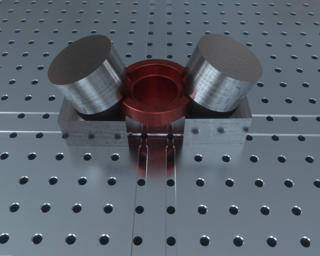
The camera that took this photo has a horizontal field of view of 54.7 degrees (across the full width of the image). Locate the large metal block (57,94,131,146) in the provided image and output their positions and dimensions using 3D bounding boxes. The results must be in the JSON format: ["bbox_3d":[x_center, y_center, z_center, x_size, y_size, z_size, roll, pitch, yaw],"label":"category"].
[{"bbox_3d":[-0.080,-0.023,0.410,0.080,0.050,0.080,1,50,0],"label":"large metal block"}]

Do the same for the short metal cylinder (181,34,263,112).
[{"bbox_3d":[0.071,-0.065,0.365,0.081,0.050,0.080,13,48,-15],"label":"short metal cylinder"}]

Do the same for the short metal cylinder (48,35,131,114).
[{"bbox_3d":[-0.081,-0.063,0.362,0.080,0.050,0.080,-13,49,16],"label":"short metal cylinder"}]

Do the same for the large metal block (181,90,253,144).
[{"bbox_3d":[0.070,-0.026,0.413,0.081,0.050,0.080,-1,50,-1],"label":"large metal block"}]

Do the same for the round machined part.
[{"bbox_3d":[-0.005,-0.041,0.392,0.099,0.042,0.098,0,50,0],"label":"round machined part"}]
